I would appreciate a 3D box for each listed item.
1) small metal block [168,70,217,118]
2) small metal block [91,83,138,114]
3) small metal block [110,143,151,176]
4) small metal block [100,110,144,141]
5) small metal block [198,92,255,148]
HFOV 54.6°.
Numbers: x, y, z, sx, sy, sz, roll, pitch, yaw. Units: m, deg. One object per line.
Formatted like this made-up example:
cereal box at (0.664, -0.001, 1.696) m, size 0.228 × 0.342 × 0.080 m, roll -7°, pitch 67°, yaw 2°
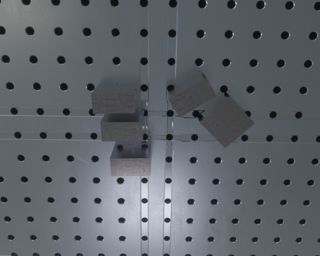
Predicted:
small metal block at (0.038, -0.043, 0.384) m, size 0.050 × 0.050 × 0.025 m, roll -30°, pitch 107°, yaw 10°
small metal block at (-0.054, -0.037, 0.386) m, size 0.050 × 0.050 × 0.025 m, roll -1°, pitch 110°, yaw 0°
small metal block at (-0.037, 0.041, 0.415) m, size 0.050 × 0.050 × 0.025 m, roll -1°, pitch 110°, yaw 0°
small metal block at (-0.046, -0.004, 0.398) m, size 0.050 × 0.050 × 0.025 m, roll 0°, pitch 110°, yaw 0°
small metal block at (0.087, -0.011, 0.410) m, size 0.050 × 0.025 × 0.050 m, roll -42°, pitch 105°, yaw 14°
